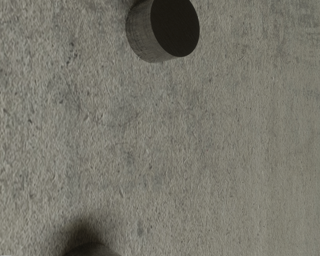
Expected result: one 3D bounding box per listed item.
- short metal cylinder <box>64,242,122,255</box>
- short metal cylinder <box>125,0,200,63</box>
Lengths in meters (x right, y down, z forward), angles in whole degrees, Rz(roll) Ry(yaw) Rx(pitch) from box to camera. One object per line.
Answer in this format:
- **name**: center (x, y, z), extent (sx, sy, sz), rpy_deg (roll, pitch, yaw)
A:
- **short metal cylinder**: center (-0.069, 0.170, 0.331), extent (0.081, 0.050, 0.080), rpy_deg (0, 90, -40)
- **short metal cylinder**: center (0.004, -0.126, 0.391), extent (0.081, 0.050, 0.080), rpy_deg (0, 90, -40)
